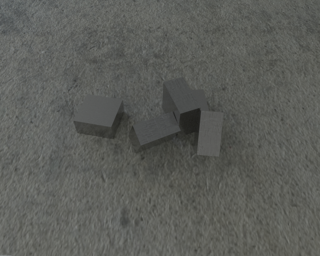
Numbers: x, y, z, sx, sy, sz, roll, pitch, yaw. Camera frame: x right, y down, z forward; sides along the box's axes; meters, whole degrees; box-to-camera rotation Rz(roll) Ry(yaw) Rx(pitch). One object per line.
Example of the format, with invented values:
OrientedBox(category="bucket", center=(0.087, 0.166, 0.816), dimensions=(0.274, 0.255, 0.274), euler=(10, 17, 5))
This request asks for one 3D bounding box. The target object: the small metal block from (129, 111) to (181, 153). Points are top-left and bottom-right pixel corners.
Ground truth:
OrientedBox(category="small metal block", center=(-0.008, 0.006, 0.378), dimensions=(0.050, 0.050, 0.025), euler=(-20, 80, -16))

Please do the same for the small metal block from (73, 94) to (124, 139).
OrientedBox(category="small metal block", center=(-0.080, -0.016, 0.416), dimensions=(0.050, 0.025, 0.050), euler=(10, 51, 7))

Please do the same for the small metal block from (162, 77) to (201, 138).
OrientedBox(category="small metal block", center=(0.024, -0.025, 0.376), dimensions=(0.025, 0.050, 0.050), euler=(-18, 58, -13))

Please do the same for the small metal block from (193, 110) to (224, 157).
OrientedBox(category="small metal block", center=(0.057, 0.005, 0.370), dimensions=(0.025, 0.050, 0.050), euler=(5, 94, 1))

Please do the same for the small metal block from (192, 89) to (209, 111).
OrientedBox(category="small metal block", center=(0.038, -0.026, 0.425), dimensions=(0.050, 0.025, 0.050), euler=(-4, 50, -4))
